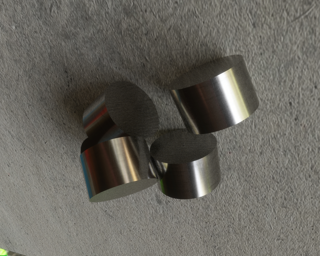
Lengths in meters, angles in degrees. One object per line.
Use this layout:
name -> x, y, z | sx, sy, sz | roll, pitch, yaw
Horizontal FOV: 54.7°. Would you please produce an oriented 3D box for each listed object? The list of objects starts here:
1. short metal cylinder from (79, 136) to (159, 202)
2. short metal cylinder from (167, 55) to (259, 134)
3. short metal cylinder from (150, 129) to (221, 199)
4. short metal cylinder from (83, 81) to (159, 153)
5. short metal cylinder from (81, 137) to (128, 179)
short metal cylinder -> -0.047, 0.049, 0.359 | 0.080, 0.081, 0.050 | -34, 66, 38
short metal cylinder -> 0.055, -0.036, 0.320 | 0.080, 0.080, 0.050 | -13, 112, 33
short metal cylinder -> 0.032, 0.042, 0.380 | 0.080, 0.080, 0.050 | 3, 120, 27
short metal cylinder -> -0.048, -0.012, 0.389 | 0.050, 0.080, 0.080 | -34, 99, 38
short metal cylinder -> -0.065, 0.034, 0.446 | 0.080, 0.050, 0.079 | 13, 124, 21
